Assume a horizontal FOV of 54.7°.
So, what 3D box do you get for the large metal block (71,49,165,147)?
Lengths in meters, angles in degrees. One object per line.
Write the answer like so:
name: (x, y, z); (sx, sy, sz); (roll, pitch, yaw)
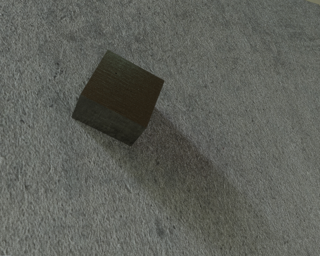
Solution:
large metal block: (-0.050, -0.037, 0.383); (0.080, 0.050, 0.080); (27, 52, -11)
